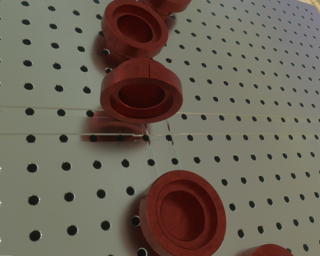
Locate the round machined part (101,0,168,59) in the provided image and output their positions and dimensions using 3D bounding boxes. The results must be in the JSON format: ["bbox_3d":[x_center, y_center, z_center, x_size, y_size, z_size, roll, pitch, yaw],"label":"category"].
[{"bbox_3d":[-0.040,-0.142,0.463,0.099,0.042,0.098,14,56,-21],"label":"round machined part"}]

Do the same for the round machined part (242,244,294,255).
[{"bbox_3d":[0.142,0.186,0.362,0.099,0.042,0.098,14,56,-21],"label":"round machined part"}]

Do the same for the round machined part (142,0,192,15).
[{"bbox_3d":[0.006,-0.240,0.549,0.099,0.042,0.098,14,56,-21],"label":"round machined part"}]

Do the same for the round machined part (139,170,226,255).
[{"bbox_3d":[0.022,0.100,0.349,0.099,0.042,0.098,14,56,-21],"label":"round machined part"}]

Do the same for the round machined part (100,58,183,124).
[{"bbox_3d":[-0.022,-0.048,0.380,0.099,0.097,0.042,11,57,-23],"label":"round machined part"}]
